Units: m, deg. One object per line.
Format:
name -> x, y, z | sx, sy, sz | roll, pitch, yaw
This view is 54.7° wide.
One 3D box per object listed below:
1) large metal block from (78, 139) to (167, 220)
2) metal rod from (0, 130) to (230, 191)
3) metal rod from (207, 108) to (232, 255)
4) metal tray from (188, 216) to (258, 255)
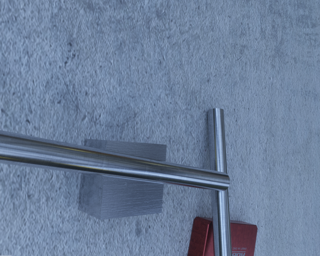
large metal block -> -0.042, 0.055, 0.355 | 0.081, 0.050, 0.080 | 7, 86, -40
metal rod -> -0.030, 0.040, 0.315 | 0.302, 0.025, 0.025 | 16, 80, -39
metal rod -> 0.087, 0.118, 0.445 | 0.025, 0.025, 0.299 | 12, 72, -40
metal tray -> 0.101, 0.193, 0.489 | 0.131, 0.030, 0.090 | 19, 78, -39
